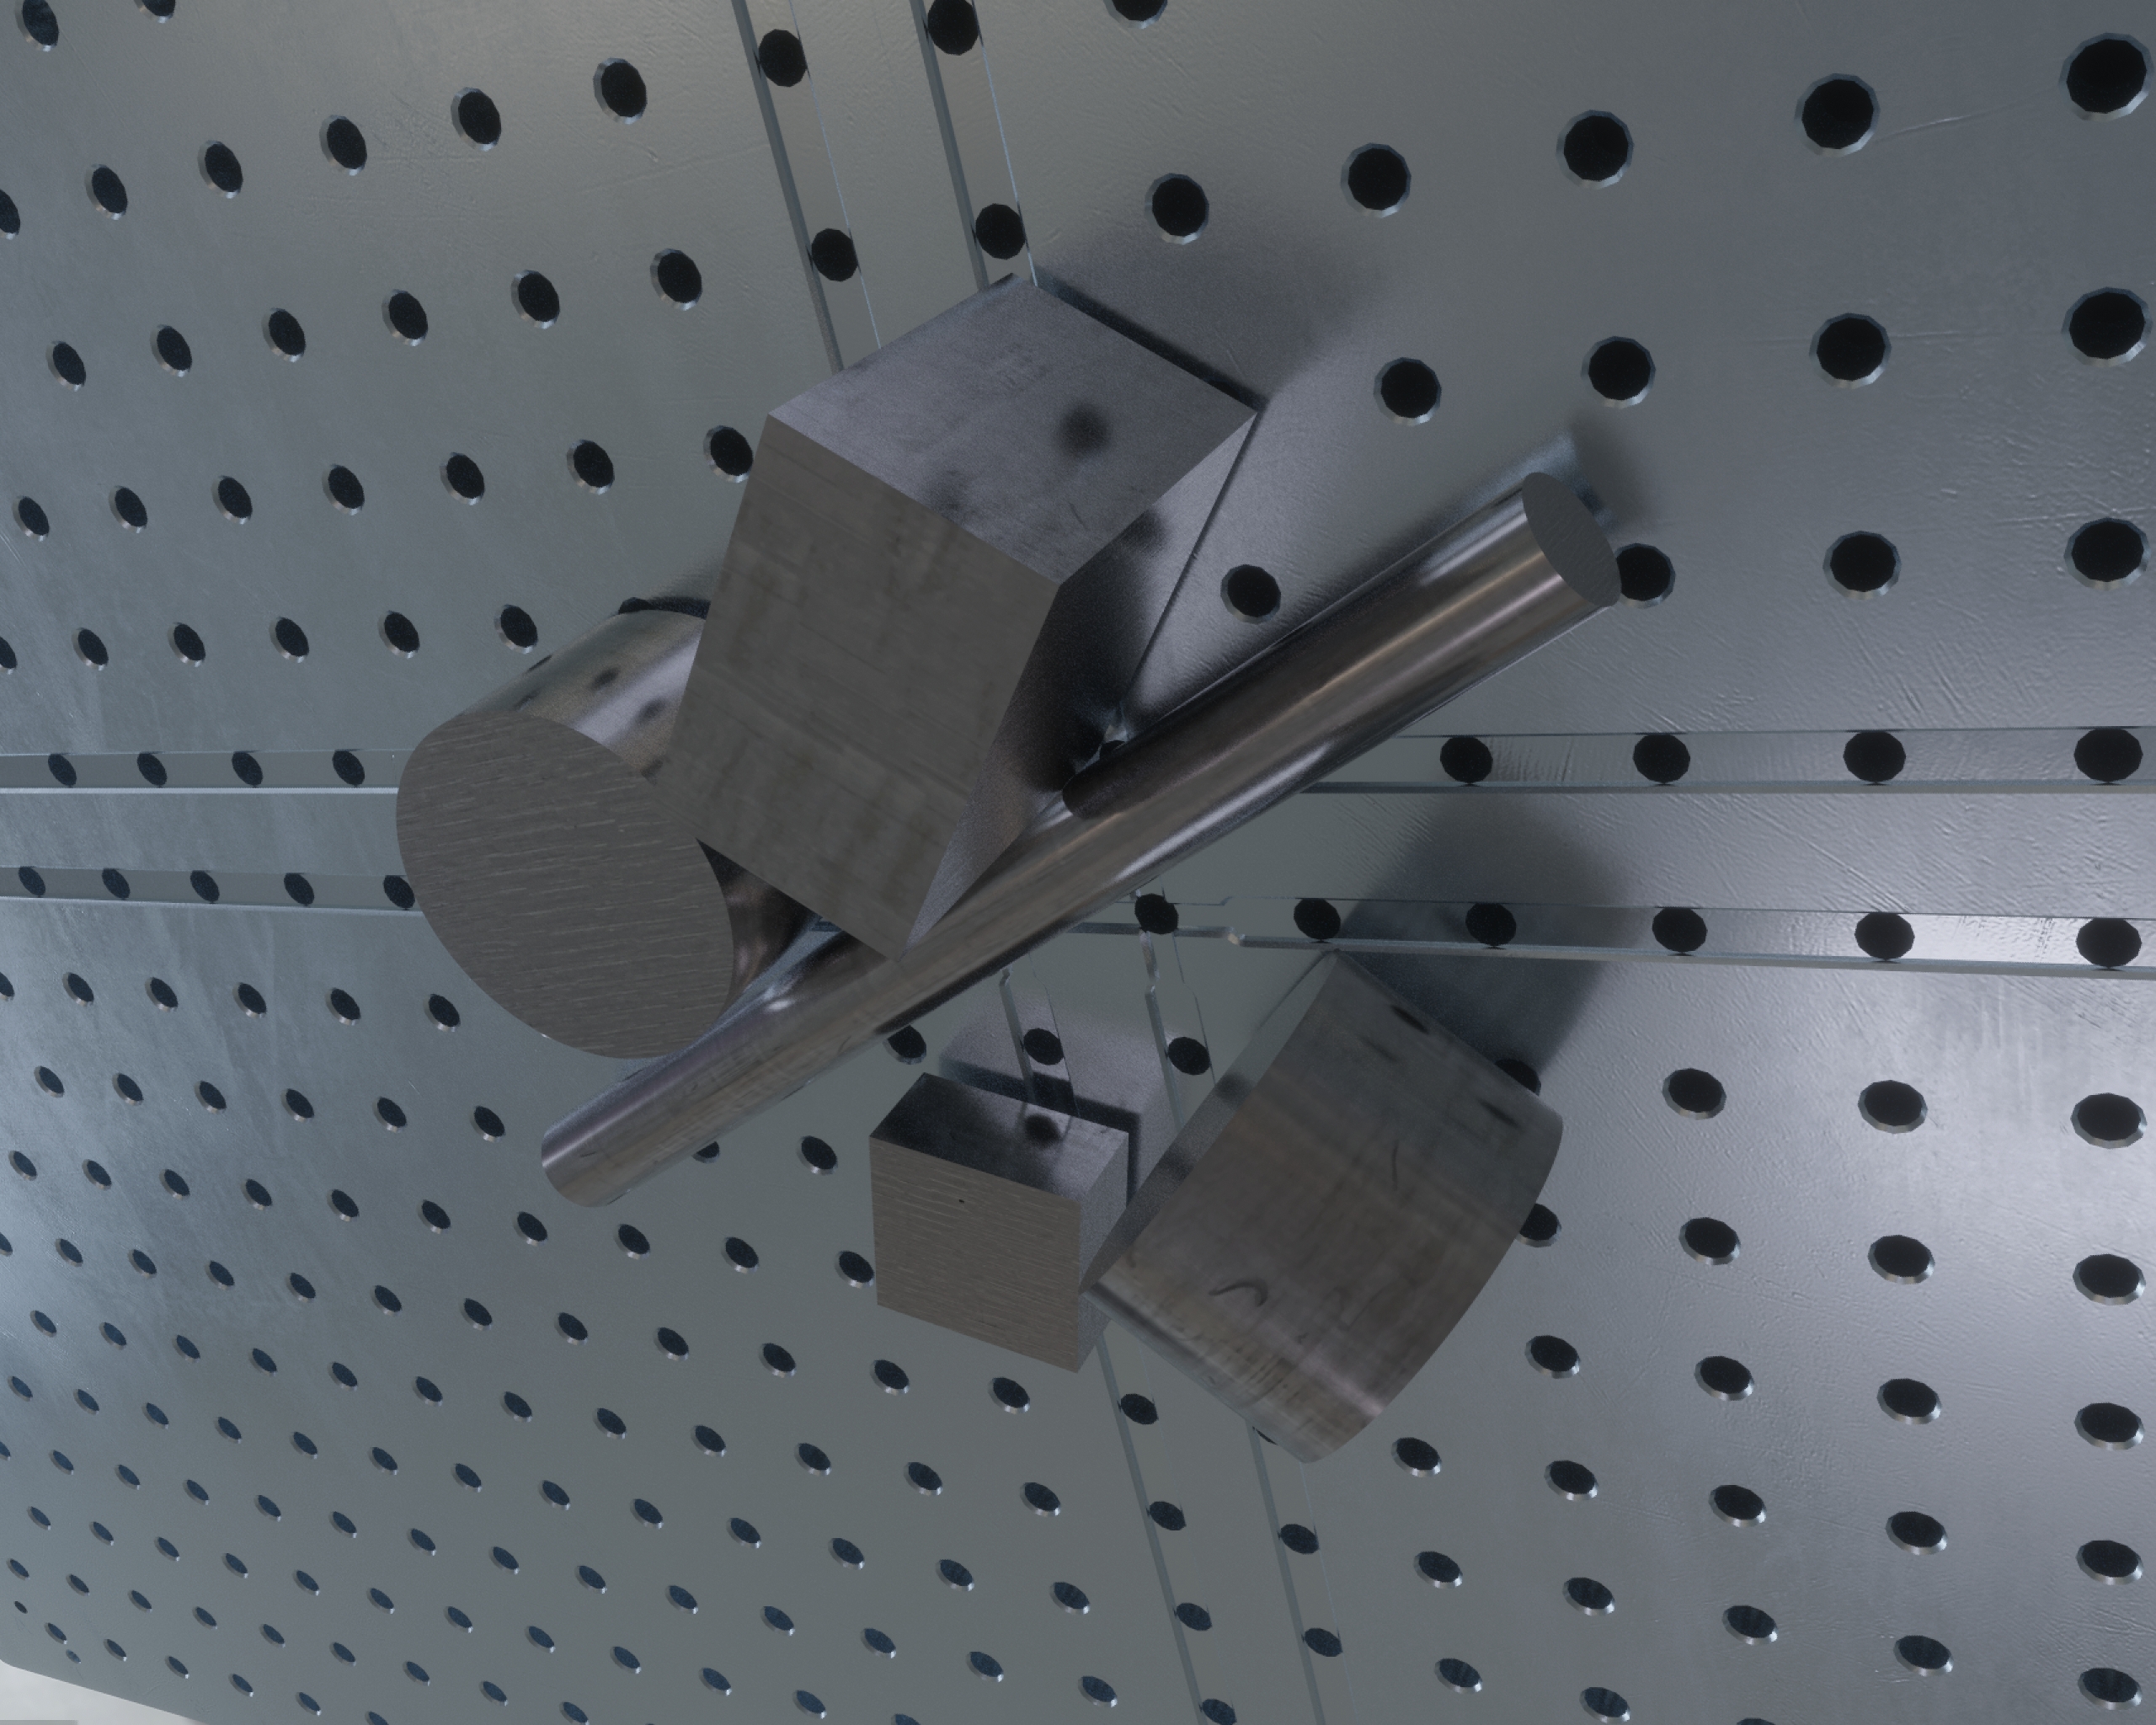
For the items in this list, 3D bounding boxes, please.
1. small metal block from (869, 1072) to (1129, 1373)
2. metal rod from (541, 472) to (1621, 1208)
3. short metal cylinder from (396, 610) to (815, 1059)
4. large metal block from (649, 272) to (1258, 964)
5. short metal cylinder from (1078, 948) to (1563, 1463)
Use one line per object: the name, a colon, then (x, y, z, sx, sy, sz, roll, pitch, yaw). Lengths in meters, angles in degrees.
small metal block: (-0.017, 0.080, 0.465, 0.050, 0.025, 0.050, 14, 124, 20)
metal rod: (-0.021, 0.011, 0.425, 0.299, 0.025, 0.025, -32, 101, 38)
short metal cylinder: (-0.093, -0.006, 0.435, 0.080, 0.050, 0.079, 13, 124, 21)
large metal block: (-0.021, -0.043, 0.355, 0.050, 0.080, 0.079, 32, 129, 7)
short metal cylinder: (0.044, 0.063, 0.387, 0.050, 0.080, 0.080, 37, 129, 3)
